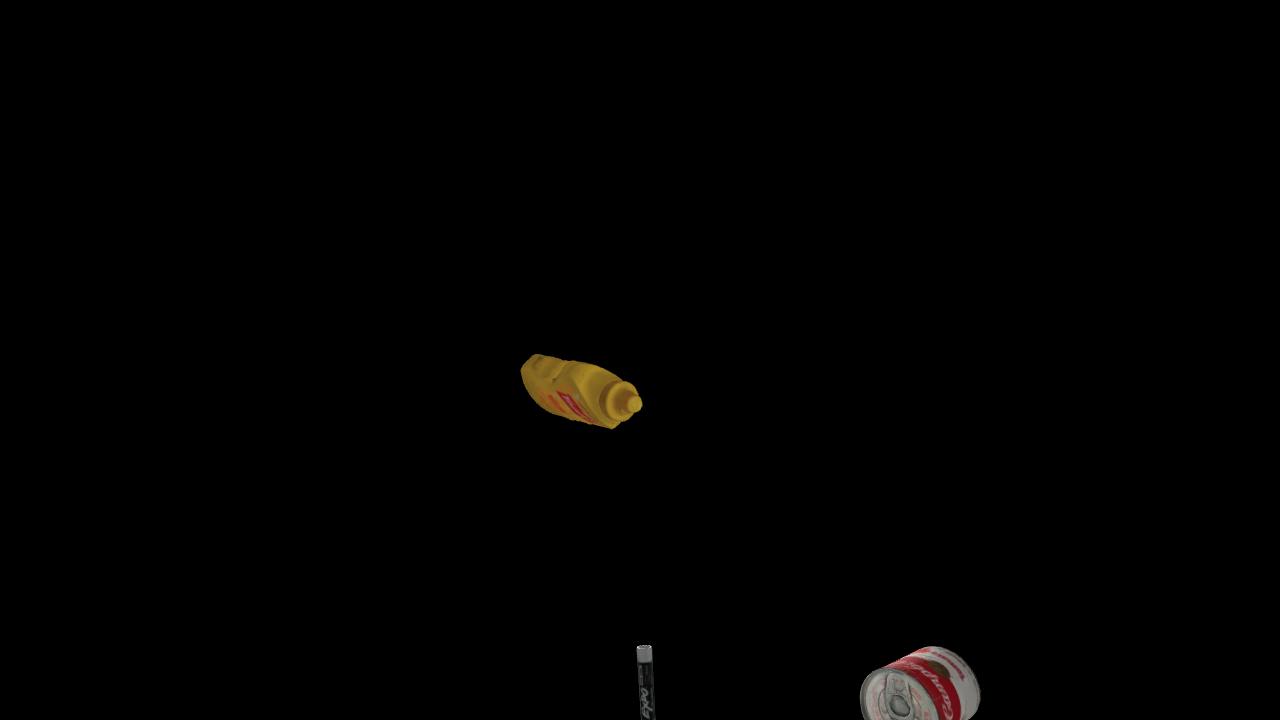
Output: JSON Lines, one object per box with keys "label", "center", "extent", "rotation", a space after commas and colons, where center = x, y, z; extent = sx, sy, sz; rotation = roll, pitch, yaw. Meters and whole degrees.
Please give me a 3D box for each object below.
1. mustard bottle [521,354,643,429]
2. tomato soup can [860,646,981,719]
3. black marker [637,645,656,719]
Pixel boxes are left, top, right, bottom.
{"label": "mustard bottle", "center": [-0.059, 0.037, 0.690], "extent": [0.054, 0.092, 0.184], "rotation": [-45, 29, -26]}
{"label": "tomato soup can", "center": [0.251, 0.299, 0.546], "extent": [0.101, 0.068, 0.068], "rotation": [10, -7, -42]}
{"label": "black marker", "center": [0.008, 0.402, 0.723], "extent": [0.020, 0.121, 0.020], "rotation": [-3, -11, -1]}
